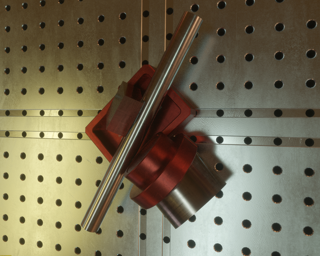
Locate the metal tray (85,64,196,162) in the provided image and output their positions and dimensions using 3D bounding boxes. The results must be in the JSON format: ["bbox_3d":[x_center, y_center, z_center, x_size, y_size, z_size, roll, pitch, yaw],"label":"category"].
[{"bbox_3d":[-0.028,-0.009,0.418,0.130,0.030,0.090,-45,77,14],"label":"metal tray"}]

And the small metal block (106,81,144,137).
[{"bbox_3d":[-0.046,-0.025,0.391,0.025,0.050,0.050,23,112,-20],"label":"small metal block"}]

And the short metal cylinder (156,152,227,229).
[{"bbox_3d":[0.032,0.074,0.370,0.080,0.080,0.050,-45,76,14],"label":"short metal cylinder"}]

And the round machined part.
[{"bbox_3d":[-0.005,0.043,0.364,0.042,0.098,0.098,41,103,-7],"label":"round machined part"}]

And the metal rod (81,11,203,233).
[{"bbox_3d":[-0.027,0.000,0.389,0.025,0.025,0.298,30,99,17],"label":"metal rod"}]
